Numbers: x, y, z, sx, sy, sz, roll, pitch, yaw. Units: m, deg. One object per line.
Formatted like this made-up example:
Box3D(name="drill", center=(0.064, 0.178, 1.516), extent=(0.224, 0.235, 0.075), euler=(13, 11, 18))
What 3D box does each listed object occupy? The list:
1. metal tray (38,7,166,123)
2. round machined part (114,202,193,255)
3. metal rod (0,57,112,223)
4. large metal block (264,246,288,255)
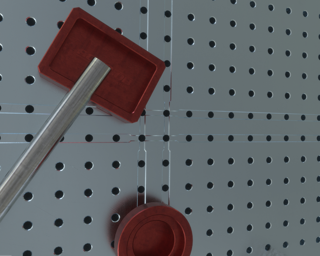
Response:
Box3D(name="metal tray", center=(-0.069, -0.073, 0.384), extent=(0.131, 0.030, 0.090), euler=(30, 80, -18))
Box3D(name="round machined part", center=(-0.011, 0.144, 0.401), extent=(0.099, 0.042, 0.097), euler=(0, 90, -21))
Box3D(name="metal rod", center=(-0.151, 0.049, 0.338), extent=(0.025, 0.025, 0.300), euler=(36, 85, -17))
Box3D(name="large metal block", center=(0.192, 0.243, 0.473), extent=(0.080, 0.050, 0.080), euler=(36, 78, -17))
